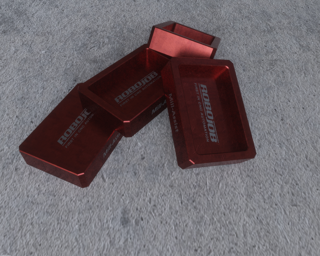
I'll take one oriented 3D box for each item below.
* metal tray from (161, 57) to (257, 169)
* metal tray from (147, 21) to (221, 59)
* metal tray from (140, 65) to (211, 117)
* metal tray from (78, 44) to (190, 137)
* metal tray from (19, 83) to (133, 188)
[{"bbox_3d":[0.057,-0.020,0.375,0.091,0.030,0.129,-3,72,-24],"label":"metal tray"},{"bbox_3d":[0.041,-0.129,0.466,0.090,0.030,0.130,21,25,4],"label":"metal tray"},{"bbox_3d":[0.033,-0.070,0.460,0.130,0.030,0.090,21,53,16],"label":"metal tray"},{"bbox_3d":[-0.028,-0.055,0.408,0.090,0.030,0.131,34,57,25],"label":"metal tray"},{"bbox_3d":[-0.099,0.003,0.397,0.090,0.030,0.130,19,52,15],"label":"metal tray"}]
